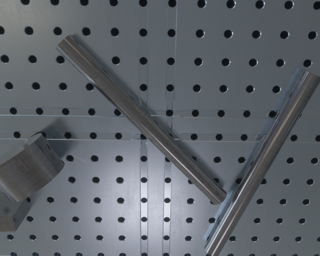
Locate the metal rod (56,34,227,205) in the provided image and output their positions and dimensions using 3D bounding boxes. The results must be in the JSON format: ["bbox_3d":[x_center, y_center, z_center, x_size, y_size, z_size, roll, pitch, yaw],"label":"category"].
[{"bbox_3d":[-0.015,-0.001,0.412,0.025,0.025,0.300,-41,105,13],"label":"metal rod"}]

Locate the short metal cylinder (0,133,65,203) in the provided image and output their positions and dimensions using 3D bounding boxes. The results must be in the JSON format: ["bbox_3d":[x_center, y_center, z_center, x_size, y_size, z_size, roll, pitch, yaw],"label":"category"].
[{"bbox_3d":[-0.173,0.050,0.401,0.080,0.080,0.050,-28,108,10],"label":"short metal cylinder"}]

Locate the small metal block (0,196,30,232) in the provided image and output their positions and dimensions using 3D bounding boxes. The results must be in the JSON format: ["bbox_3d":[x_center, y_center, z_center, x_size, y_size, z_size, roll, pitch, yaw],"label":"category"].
[{"bbox_3d":[-0.223,0.122,0.443,0.050,0.050,0.025,-1,110,0],"label":"small metal block"}]

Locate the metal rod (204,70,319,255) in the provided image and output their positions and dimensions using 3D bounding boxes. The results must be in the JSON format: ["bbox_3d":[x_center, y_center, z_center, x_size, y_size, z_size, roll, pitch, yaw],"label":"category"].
[{"bbox_3d":[0.136,0.062,0.437,0.025,0.025,0.298,21,109,-8],"label":"metal rod"}]
